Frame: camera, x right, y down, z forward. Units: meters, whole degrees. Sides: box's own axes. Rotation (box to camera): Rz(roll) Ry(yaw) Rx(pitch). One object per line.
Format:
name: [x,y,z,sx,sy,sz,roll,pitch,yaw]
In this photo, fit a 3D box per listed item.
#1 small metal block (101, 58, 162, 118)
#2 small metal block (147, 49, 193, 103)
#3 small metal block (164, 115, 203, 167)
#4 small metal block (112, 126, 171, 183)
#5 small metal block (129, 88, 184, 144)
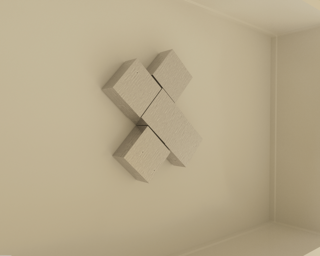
small metal block: [-0.033,-0.047,0.376,0.050,0.025,0.050,49,61,-29]
small metal block: [0.010,-0.067,0.411,0.050,0.025,0.050,49,60,-29]
small metal block: [0.026,0.018,0.425,0.050,0.025,0.050,49,61,-29]
small metal block: [-0.022,0.032,0.386,0.050,0.025,0.050,50,61,-28]
small metal block: [-0.003,-0.015,0.400,0.050,0.025,0.050,49,61,-29]
